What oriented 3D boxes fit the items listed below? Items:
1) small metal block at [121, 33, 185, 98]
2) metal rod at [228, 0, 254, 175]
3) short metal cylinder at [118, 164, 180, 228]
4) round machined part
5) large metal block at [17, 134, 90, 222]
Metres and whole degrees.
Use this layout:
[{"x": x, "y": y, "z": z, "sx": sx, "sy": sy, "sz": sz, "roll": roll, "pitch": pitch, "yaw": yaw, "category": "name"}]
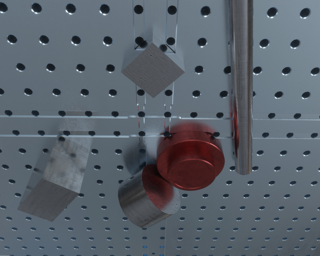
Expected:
[{"x": -0.008, "y": -0.070, "z": 0.352, "sx": 0.050, "sy": 0.025, "sz": 0.050, "roll": -37, "pitch": 121, "yaw": 27, "category": "small metal block"}, {"x": 0.098, "y": -0.050, "z": 0.370, "sx": 0.025, "sy": 0.025, "sz": 0.298, "roll": -8, "pitch": 130, "yaw": 6, "category": "metal rod"}, {"x": -0.015, "y": 0.101, "z": 0.461, "sx": 0.050, "sy": 0.080, "sz": 0.080, "roll": -37, "pitch": 122, "yaw": 26, "category": "short metal cylinder"}, {"x": 0.044, "y": 0.054, "z": 0.447, "sx": 0.099, "sy": 0.042, "sz": 0.097, "roll": -1, "pitch": 130, "yaw": 0, "category": "round machined part"}, {"x": -0.147, "y": 0.070, "z": 0.433, "sx": 0.050, "sy": 0.080, "sz": 0.080, "roll": 30, "pitch": 124, "yaw": -23, "category": "large metal block"}]
